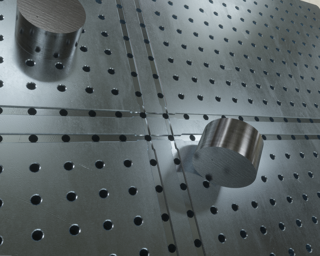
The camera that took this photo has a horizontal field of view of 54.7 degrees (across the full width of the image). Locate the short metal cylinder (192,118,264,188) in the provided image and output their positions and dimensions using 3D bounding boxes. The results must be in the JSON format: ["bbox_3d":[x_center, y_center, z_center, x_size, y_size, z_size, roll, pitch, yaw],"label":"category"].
[{"bbox_3d":[0.088,0.033,0.400,0.080,0.080,0.050,33,51,-7],"label":"short metal cylinder"}]

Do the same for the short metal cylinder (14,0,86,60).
[{"bbox_3d":[-0.141,-0.135,0.398,0.081,0.050,0.080,14,56,-21],"label":"short metal cylinder"}]
